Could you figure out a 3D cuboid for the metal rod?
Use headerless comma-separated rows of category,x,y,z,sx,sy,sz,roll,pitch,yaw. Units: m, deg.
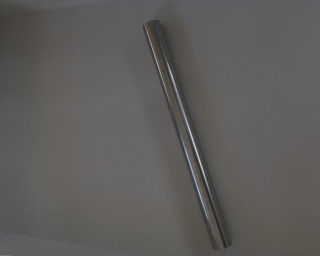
metal rod,0.033,0.004,0.398,0.025,0.025,0.299,-19,84,18
